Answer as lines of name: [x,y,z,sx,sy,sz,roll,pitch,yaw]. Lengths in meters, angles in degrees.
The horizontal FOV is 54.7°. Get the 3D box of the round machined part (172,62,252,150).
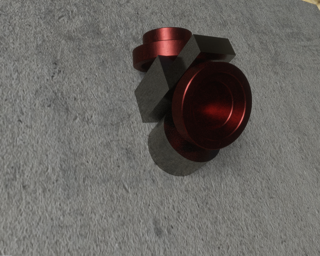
round machined part: [0.055,-0.027,0.357,0.099,0.042,0.097,-7,103,-28]

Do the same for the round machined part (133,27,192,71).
round machined part: [0.011,-0.107,0.426,0.099,0.098,0.042,-2,88,-30]

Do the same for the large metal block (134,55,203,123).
large metal block: [0.022,-0.049,0.412,0.081,0.080,0.050,-2,63,-30]

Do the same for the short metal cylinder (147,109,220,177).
short metal cylinder: [0.030,0.017,0.398,0.081,0.050,0.080,14,56,-21]

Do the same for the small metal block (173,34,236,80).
small metal block: [0.051,-0.081,0.364,0.050,0.050,0.025,-3,63,-30]
